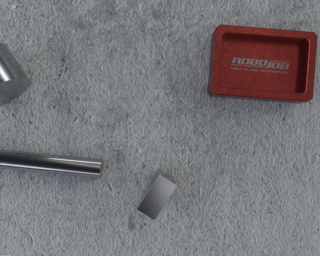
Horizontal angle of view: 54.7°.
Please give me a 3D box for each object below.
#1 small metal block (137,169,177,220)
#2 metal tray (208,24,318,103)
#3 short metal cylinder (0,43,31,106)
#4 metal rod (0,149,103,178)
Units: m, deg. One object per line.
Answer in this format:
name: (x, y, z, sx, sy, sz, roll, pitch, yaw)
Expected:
small metal block: (-0.004, 0.083, 0.398, 0.025, 0.050, 0.050, 33, 90, 0)
metal tray: (0.133, -0.083, 0.409, 0.131, 0.030, 0.089, 4, 90, -1)
short metal cylinder: (-0.210, -0.060, 0.380, 0.080, 0.080, 0.050, -33, 91, 0)
metal rod: (-0.227, 0.039, 0.406, 0.302, 0.025, 0.025, 6, 90, -1)
